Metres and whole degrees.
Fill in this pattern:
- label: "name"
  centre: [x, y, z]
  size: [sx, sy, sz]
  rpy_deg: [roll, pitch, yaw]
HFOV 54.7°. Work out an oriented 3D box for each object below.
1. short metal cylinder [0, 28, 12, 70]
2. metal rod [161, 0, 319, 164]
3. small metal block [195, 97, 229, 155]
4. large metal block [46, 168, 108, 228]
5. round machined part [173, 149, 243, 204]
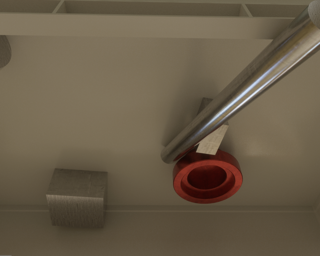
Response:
- label: "short metal cylinder"
  centre: [-0.198, -0.079, 0.303]
  size: [0.050, 0.080, 0.080]
  rpy_deg: [-30, 124, 23]
- label: "metal rod"
  centre: [0.055, -0.012, 0.313]
  size: [0.025, 0.025, 0.299]
  rpy_deg: [14, 156, -12]
- label: "small metal block"
  centre: [0.062, -0.002, 0.392]
  size: [0.025, 0.050, 0.050]
  rpy_deg: [9, 130, -8]
- label: "large metal block"
  centre: [-0.126, 0.111, 0.486]
  size: [0.081, 0.050, 0.079]
  rpy_deg: [5, 130, -5]
- label: "round machined part"
  centre: [0.068, 0.065, 0.455]
  size: [0.099, 0.042, 0.097]
  rpy_deg: [-1, 130, 0]
